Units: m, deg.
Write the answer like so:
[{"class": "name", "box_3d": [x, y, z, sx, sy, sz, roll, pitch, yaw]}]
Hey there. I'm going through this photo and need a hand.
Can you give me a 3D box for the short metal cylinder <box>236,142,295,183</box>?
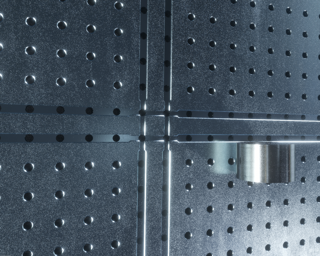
[{"class": "short metal cylinder", "box_3d": [0.149, 0.046, 0.440, 0.081, 0.080, 0.050, 0, 90, -20]}]
